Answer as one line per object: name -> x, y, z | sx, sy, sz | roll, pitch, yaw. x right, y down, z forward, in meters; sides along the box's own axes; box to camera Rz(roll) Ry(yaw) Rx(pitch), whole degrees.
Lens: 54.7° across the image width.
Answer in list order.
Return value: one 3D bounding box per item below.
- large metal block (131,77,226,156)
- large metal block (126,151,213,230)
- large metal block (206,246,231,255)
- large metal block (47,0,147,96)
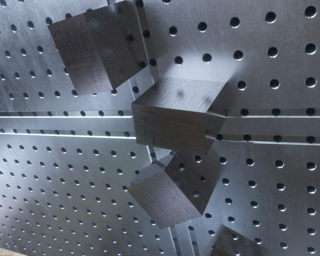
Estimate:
large metal block -> 0.025, -0.017, 0.351 | 0.080, 0.080, 0.050 | 9, 122, 23
large metal block -> 0.014, 0.089, 0.442 | 0.080, 0.050, 0.080 | -33, 101, 38
large metal block -> 0.100, 0.250, 0.496 | 0.080, 0.050, 0.079 | 27, 128, 10
large metal block -> -0.066, -0.092, 0.352 | 0.050, 0.080, 0.080 | -5, 116, 30
